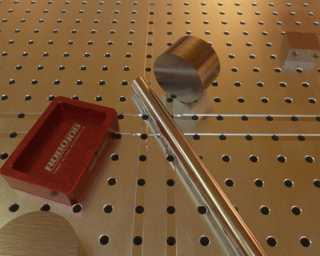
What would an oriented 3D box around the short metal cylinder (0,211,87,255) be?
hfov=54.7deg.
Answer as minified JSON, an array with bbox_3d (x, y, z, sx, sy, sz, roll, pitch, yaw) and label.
[{"bbox_3d":[-0.112,0.125,0.286,0.081,0.050,0.080,0,50,0],"label":"short metal cylinder"}]

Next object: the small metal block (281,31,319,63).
[{"bbox_3d":[0.238,-0.138,0.525,0.050,0.025,0.050,5,50,4],"label":"small metal block"}]

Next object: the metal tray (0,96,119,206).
[{"bbox_3d":[-0.117,0.022,0.384,0.090,0.030,0.130,14,51,11],"label":"metal tray"}]

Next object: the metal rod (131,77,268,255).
[{"bbox_3d":[0.034,0.037,0.376,0.025,0.025,0.300,-21,53,-16],"label":"metal rod"}]

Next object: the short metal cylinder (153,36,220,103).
[{"bbox_3d":[0.038,-0.083,0.442,0.080,0.080,0.050,28,56,21],"label":"short metal cylinder"}]
